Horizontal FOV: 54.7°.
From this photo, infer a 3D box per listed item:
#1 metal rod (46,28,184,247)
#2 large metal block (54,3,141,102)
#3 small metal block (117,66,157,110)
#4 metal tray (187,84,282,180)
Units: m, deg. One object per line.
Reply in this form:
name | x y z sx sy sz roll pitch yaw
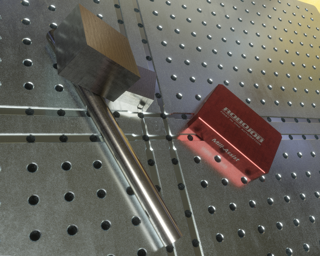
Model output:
metal rod | -0.061 0.000 0.375 0.025 0.025 0.299 -22 74 -36
large metal block | -0.077 -0.090 0.378 0.080 0.050 0.080 26 35 -45
small metal block | -0.034 -0.059 0.427 0.050 0.025 0.050 17 55 -19
metal tray | 0.115 0.004 0.467 0.130 0.030 0.090 40 51 -1
